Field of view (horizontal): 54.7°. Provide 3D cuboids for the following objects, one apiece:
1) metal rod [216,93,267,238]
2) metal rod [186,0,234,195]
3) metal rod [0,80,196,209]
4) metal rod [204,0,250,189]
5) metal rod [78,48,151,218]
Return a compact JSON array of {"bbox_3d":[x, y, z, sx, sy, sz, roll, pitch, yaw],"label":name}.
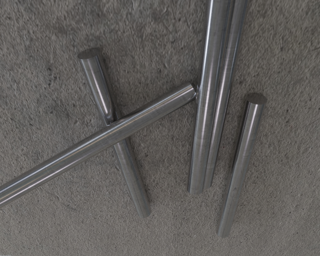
[{"bbox_3d":[0.117,0.078,0.474,0.025,0.025,0.298,0,130,0],"label":"metal rod"},{"bbox_3d":[0.053,-0.026,0.361,0.025,0.025,0.298,0,130,-1],"label":"metal rod"},{"bbox_3d":[-0.092,0.026,0.381,0.301,0.025,0.025,-29,126,5],"label":"metal rod"},{"bbox_3d":[0.072,-0.029,0.382,0.025,0.025,0.298,1,130,-1],"label":"metal rod"},{"bbox_3d":[-0.052,0.031,0.432,0.025,0.025,0.298,-8,130,6],"label":"metal rod"}]
